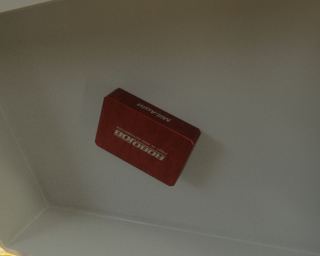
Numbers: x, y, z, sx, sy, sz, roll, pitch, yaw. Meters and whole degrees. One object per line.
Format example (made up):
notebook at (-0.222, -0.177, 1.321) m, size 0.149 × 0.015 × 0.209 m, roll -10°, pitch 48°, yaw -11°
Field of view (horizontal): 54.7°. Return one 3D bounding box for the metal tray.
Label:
metal tray at (-0.021, 0.013, 0.423) m, size 0.130 × 0.030 × 0.089 m, roll 28°, pitch 128°, yaw 10°
